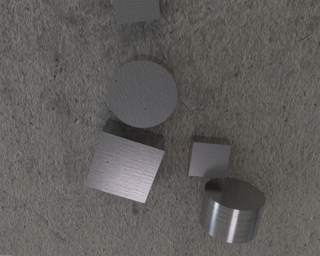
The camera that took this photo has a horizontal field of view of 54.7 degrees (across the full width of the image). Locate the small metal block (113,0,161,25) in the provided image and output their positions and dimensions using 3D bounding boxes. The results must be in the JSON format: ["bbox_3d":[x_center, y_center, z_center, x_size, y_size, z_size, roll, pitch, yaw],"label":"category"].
[{"bbox_3d":[-0.027,-0.148,0.355,0.050,0.025,0.050,-7,110,2],"label":"small metal block"}]

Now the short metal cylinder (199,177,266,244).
[{"bbox_3d":[0.097,0.109,0.422,0.081,0.080,0.050,6,110,-2],"label":"short metal cylinder"}]

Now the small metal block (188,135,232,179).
[{"bbox_3d":[0.066,0.040,0.425,0.050,0.025,0.050,5,110,-2],"label":"small metal block"}]

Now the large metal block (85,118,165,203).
[{"bbox_3d":[-0.045,0.043,0.412,0.080,0.050,0.079,18,109,-7],"label":"large metal block"}]

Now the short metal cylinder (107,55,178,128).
[{"bbox_3d":[-0.020,-0.046,0.379,0.081,0.050,0.079,0,110,0],"label":"short metal cylinder"}]
